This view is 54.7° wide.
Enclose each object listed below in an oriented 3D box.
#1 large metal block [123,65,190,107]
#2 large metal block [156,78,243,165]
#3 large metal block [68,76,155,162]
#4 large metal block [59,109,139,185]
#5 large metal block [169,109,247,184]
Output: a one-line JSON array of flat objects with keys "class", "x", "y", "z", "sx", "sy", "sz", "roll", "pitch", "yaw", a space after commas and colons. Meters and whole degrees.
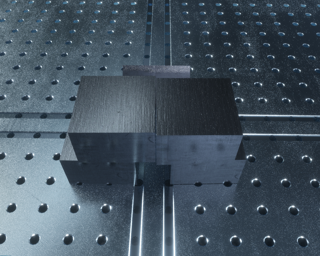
[{"class": "large metal block", "x": -0.004, "y": -0.056, "z": 0.411, "sx": 0.081, "sy": 0.050, "sz": 0.080, "roll": 0, "pitch": 8, "yaw": 0}, {"class": "large metal block", "x": 0.037, "y": -0.008, "z": 0.331, "sx": 0.081, "sy": 0.050, "sz": 0.080, "roll": 0, "pitch": 50, "yaw": -1}, {"class": "large metal block", "x": -0.045, "y": -0.010, "z": 0.331, "sx": 0.081, "sy": 0.050, "sz": 0.080, "roll": 0, "pitch": 50, "yaw": -1}, {"class": "large metal block", "x": -0.066, "y": 0.020, "z": 0.374, "sx": 0.081, "sy": 0.050, "sz": 0.080, "roll": 1, "pitch": 50, "yaw": 0}, {"class": "large metal block", "x": 0.052, "y": 0.020, "z": 0.375, "sx": 0.081, "sy": 0.050, "sz": 0.080, "roll": -1, "pitch": 50, "yaw": -1}]
